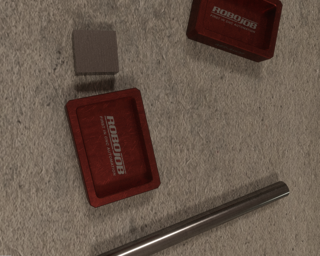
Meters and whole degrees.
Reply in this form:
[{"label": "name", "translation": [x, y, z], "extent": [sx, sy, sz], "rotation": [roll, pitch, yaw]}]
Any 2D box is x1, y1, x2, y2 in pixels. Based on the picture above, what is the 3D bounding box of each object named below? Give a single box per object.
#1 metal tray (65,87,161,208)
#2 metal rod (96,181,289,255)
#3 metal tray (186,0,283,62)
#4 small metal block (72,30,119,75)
[{"label": "metal tray", "translation": [-0.058, 0.022, 0.385], "extent": [0.091, 0.030, 0.129], "rotation": [-14, 95, -20]}, {"label": "metal rod", "translation": [0.055, 0.133, 0.430], "extent": [0.302, 0.025, 0.025], "rotation": [-16, 96, -20]}, {"label": "metal tray", "translation": [0.110, -0.157, 0.447], "extent": [0.131, 0.030, 0.090], "rotation": [13, 86, -20]}, {"label": "small metal block", "translation": [-0.080, -0.091, 0.380], "extent": [0.050, 0.025, 0.050], "rotation": [-5, 92, -20]}]
